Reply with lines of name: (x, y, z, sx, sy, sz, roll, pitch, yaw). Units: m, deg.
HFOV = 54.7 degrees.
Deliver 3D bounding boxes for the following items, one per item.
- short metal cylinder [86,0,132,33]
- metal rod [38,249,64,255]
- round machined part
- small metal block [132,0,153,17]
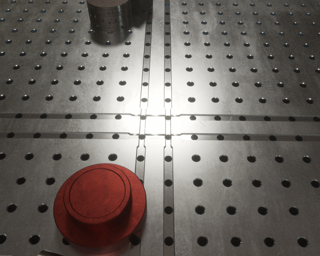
short metal cylinder: (-0.093, -0.222, 0.577, 0.081, 0.050, 0.080, 0, 50, 0)
metal rod: (0.028, 0.165, 0.269, 0.301, 0.025, 0.025, 14, 51, 11)
round machined part: (-0.064, 0.078, 0.330, 0.099, 0.042, 0.098, 0, 50, 0)
small metal block: (-0.038, -0.254, 0.605, 0.025, 0.050, 0.050, 23, 54, 17)
